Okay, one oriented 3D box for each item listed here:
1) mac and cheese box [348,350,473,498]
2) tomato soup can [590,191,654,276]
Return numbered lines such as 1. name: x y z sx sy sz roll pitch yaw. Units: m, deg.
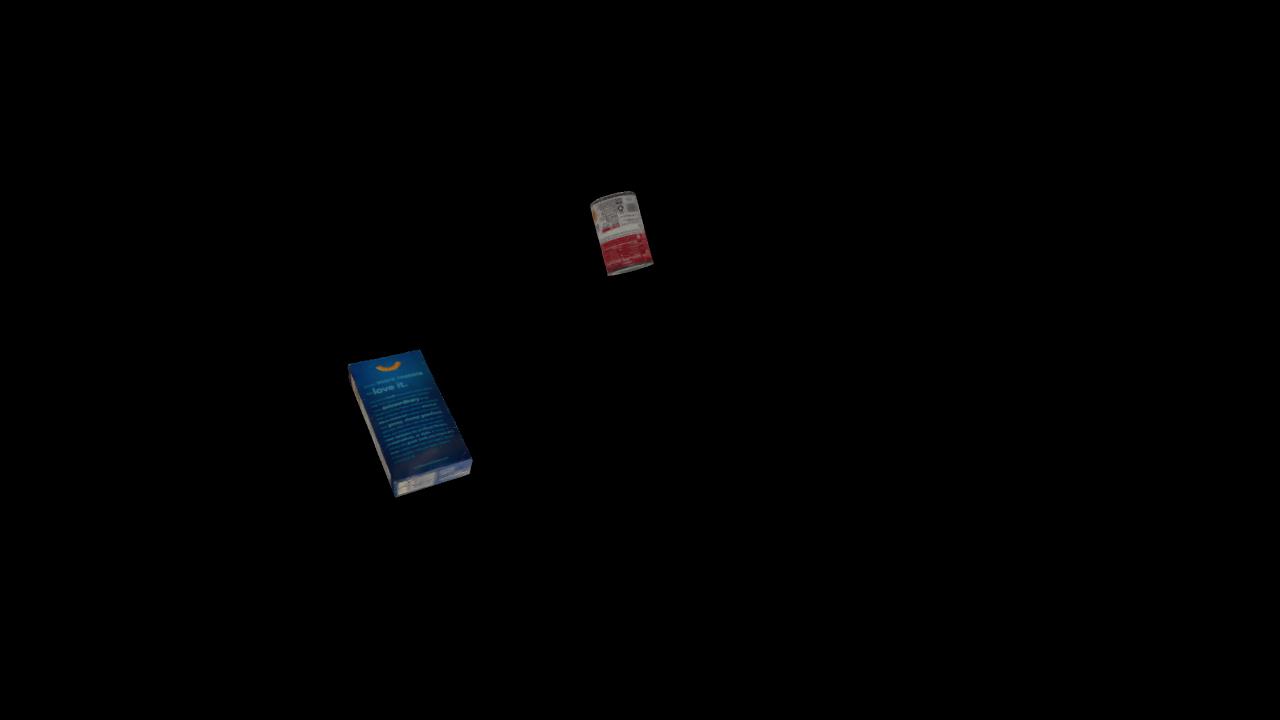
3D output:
1. mac and cheese box: -0.286 0.072 0.759 0.093 0.184 0.041 -16 -34 -31
2. tomato soup can: -0.026 -0.174 0.854 0.068 0.101 0.068 -15 4 1
